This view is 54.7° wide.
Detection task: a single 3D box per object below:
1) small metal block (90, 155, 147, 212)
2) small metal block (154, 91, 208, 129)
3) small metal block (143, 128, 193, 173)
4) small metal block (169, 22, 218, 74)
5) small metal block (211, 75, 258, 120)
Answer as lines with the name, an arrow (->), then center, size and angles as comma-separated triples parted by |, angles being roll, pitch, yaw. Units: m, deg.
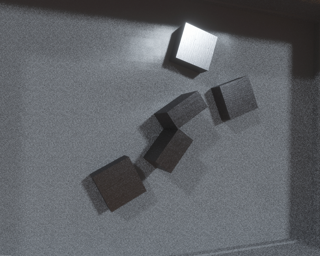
small metal block -> -0.053, 0.069, 0.392 | 0.050, 0.025, 0.050 | -29, 100, -18
small metal block -> 0.026, -0.023, 0.408 | 0.050, 0.050, 0.025 | -36, 102, -17
small metal block -> 0.009, 0.028, 0.402 | 0.025, 0.050, 0.050 | 39, 78, -16
small metal block -> 0.046, -0.109, 0.429 | 0.050, 0.025, 0.050 | 18, 84, -20
small metal block -> 0.109, -0.044, 0.452 | 0.050, 0.025, 0.050 | -22, 98, -19
